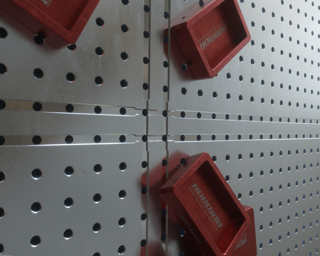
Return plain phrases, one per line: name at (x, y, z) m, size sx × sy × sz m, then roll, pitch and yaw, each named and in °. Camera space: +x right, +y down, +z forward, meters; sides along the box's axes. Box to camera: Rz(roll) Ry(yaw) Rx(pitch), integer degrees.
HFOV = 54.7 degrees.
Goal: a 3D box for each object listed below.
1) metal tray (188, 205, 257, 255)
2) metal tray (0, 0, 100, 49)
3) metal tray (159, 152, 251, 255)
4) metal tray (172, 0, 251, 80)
metal tray at (0.104, 0.185, 0.496) m, size 0.131 × 0.030 × 0.089 m, roll -10°, pitch 97°, yaw -40°
metal tray at (-0.103, -0.161, 0.319) m, size 0.090 × 0.030 × 0.130 m, roll 36°, pitch 68°, yaw -35°
metal tray at (0.067, 0.111, 0.438) m, size 0.091 × 0.030 × 0.130 m, roll -40°, pitch 100°, yaw -39°
metal tray at (0.084, -0.145, 0.478) m, size 0.131 × 0.030 × 0.090 m, roll -45°, pitch 117°, yaw -31°
